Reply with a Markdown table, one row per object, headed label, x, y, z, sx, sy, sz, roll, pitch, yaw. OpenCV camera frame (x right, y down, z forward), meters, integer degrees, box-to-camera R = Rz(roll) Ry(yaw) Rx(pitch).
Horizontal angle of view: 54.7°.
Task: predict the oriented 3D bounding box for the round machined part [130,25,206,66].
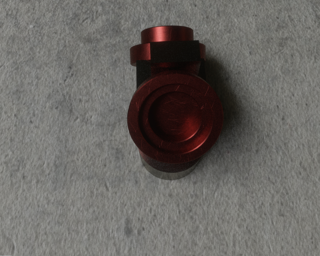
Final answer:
| label | x | y | z | sx | sy | sz | roll | pitch | yaw |
| --- | --- | --- | --- | --- | --- | --- | --- | --- | --- |
| round machined part | 0.010 | -0.105 | 0.405 | 0.099 | 0.098 | 0.042 | -2 | 95 | -1 |

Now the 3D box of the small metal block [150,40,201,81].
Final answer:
| label | x | y | z | sx | sy | sz | roll | pitch | yaw |
| --- | --- | --- | --- | --- | --- | --- | --- | --- | --- |
| small metal block | 0.015 | -0.069 | 0.336 | 0.050 | 0.050 | 0.025 | -3 | 70 | -1 |

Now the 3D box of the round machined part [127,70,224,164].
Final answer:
| label | x | y | z | sx | sy | sz | roll | pitch | yaw |
| --- | --- | --- | --- | --- | --- | --- | --- | --- | --- |
| round machined part | 0.016 | -0.014 | 0.336 | 0.099 | 0.042 | 0.097 | -1 | 109 | -1 |

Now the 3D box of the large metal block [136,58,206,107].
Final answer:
| label | x | y | z | sx | sy | sz | roll | pitch | yaw |
| --- | --- | --- | --- | --- | --- | --- | --- | --- | --- |
| large metal block | 0.013 | -0.045 | 0.396 | 0.081 | 0.080 | 0.050 | -2 | 70 | -1 |

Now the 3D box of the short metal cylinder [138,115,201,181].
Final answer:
| label | x | y | z | sx | sy | sz | roll | pitch | yaw |
| --- | --- | --- | --- | --- | --- | --- | --- | --- | --- |
| short metal cylinder | 0.013 | 0.022 | 0.389 | 0.081 | 0.050 | 0.080 | 0 | 70 | 0 |
